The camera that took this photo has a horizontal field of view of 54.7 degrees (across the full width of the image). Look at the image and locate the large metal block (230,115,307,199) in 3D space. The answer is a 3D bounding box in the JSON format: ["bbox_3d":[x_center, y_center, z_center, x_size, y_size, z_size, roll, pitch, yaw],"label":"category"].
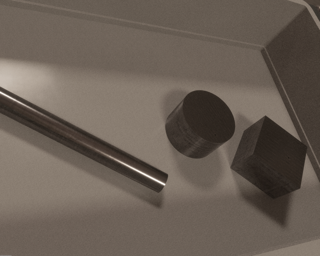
[{"bbox_3d":[0.160,0.043,0.453,0.080,0.050,0.080,36,51,-5],"label":"large metal block"}]

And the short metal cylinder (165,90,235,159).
[{"bbox_3d":[0.054,-0.005,0.424,0.081,0.050,0.080,14,56,-21],"label":"short metal cylinder"}]

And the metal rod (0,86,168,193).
[{"bbox_3d":[-0.127,-0.006,0.341,0.301,0.025,0.025,29,52,-10],"label":"metal rod"}]
